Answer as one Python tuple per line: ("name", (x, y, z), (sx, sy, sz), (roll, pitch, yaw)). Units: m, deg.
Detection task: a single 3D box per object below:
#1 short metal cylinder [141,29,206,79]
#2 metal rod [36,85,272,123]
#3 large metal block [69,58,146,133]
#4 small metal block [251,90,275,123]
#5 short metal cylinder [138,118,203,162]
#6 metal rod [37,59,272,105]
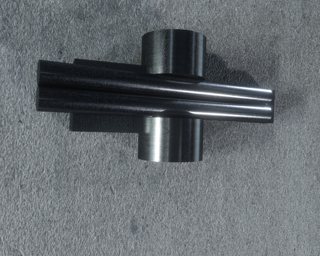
("short metal cylinder", (0.017, -0.086, 0.387), (0.081, 0.080, 0.050), (2, 90, -20))
("metal rod", (0.016, -0.024, 0.369), (0.303, 0.025, 0.025), (2, 90, -28))
("large metal block", (-0.065, -0.035, 0.373), (0.081, 0.050, 0.080), (2, 90, -20))
("small metal block", (0.142, -0.033, 0.463), (0.050, 0.025, 0.050), (3, 89, -20))
("short metal cylinder", (0.013, 0.014, 0.386), (0.081, 0.080, 0.050), (2, 90, -20))
("metal rod", (0.016, -0.049, 0.369), (0.303, 0.025, 0.025), (2, 90, -28))
